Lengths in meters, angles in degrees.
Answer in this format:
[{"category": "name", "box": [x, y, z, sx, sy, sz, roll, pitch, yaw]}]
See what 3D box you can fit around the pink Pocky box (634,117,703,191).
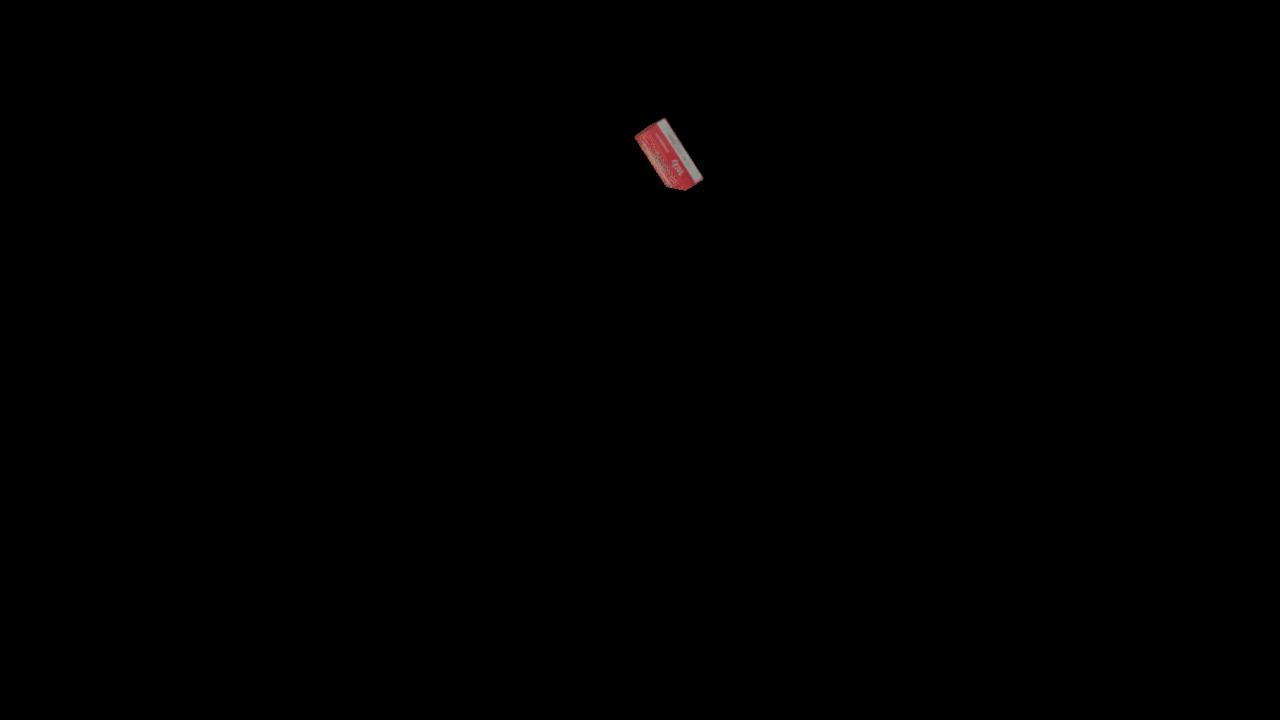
[{"category": "pink Pocky box", "box": [0.033, -0.258, 0.780, 0.029, 0.084, 0.155, -35, 18, 5]}]
